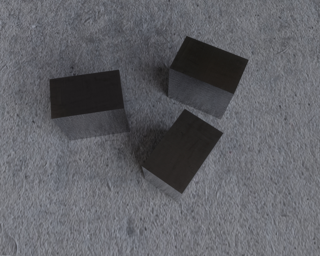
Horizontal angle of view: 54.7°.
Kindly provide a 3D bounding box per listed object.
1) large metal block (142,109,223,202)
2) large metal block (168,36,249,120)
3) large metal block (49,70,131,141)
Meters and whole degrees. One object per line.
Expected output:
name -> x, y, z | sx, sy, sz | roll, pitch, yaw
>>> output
large metal block -> 0.025, 0.036, 0.366 | 0.050, 0.080, 0.080 | 34, 74, 11
large metal block -> 0.058, -0.062, 0.402 | 0.080, 0.080, 0.050 | 24, 72, 8
large metal block -> -0.083, -0.026, 0.388 | 0.081, 0.080, 0.050 | -9, 71, -3
